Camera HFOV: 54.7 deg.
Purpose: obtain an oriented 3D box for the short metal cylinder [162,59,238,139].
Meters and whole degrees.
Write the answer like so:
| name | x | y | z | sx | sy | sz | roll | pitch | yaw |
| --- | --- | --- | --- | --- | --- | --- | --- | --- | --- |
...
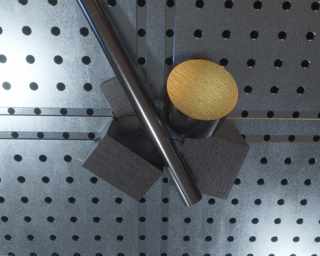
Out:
| name | x | y | z | sx | sy | sz | roll | pitch | yaw |
| --- | --- | --- | --- | --- | --- | --- | --- | --- | --- |
| short metal cylinder | 0.045 | -0.033 | 0.365 | 0.081 | 0.080 | 0.050 | 8 | 153 | -4 |

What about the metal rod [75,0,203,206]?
| name | x | y | z | sx | sy | sz | roll | pitch | yaw |
| --- | --- | --- | --- | --- | --- | --- | --- | --- | --- |
| metal rod | -0.028 | -0.042 | 0.365 | 0.025 | 0.025 | 0.299 | -27 | 97 | 9 |

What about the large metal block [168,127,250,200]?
| name | x | y | z | sx | sy | sz | roll | pitch | yaw |
| --- | --- | --- | --- | --- | --- | --- | --- | --- | --- |
| large metal block | 0.061 | 0.040 | 0.415 | 0.080 | 0.050 | 0.079 | 16 | 109 | -7 |

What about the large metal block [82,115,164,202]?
| name | x | y | z | sx | sy | sz | roll | pitch | yaw |
| --- | --- | --- | --- | --- | --- | --- | --- | --- | --- |
| large metal block | -0.043 | 0.034 | 0.396 | 0.080 | 0.080 | 0.050 | 35 | 106 | -13 |

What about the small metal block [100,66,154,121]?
| name | x | y | z | sx | sy | sz | roll | pitch | yaw |
| --- | --- | --- | --- | --- | --- | --- | --- | --- | --- |
| small metal block | -0.041 | -0.044 | 0.397 | 0.050 | 0.025 | 0.050 | -23 | 109 | 8 |
